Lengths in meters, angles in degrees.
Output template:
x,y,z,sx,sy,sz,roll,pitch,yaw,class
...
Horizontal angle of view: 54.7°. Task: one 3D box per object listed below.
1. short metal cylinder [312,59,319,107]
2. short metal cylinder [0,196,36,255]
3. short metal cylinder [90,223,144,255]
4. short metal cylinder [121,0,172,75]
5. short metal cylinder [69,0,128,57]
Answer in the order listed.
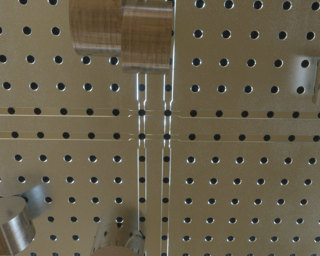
x,y,z,sx,sy,sz,roll,pitch,yaw,class
0.228,-0.054,0.368,0.081,0.080,0.050,-2,110,0,short metal cylinder
-0.222,0.139,0.432,0.080,0.080,0.050,-8,110,2,short metal cylinder
-0.065,0.193,0.470,0.081,0.050,0.079,0,110,-1,short metal cylinder
-0.014,-0.101,0.347,0.050,0.080,0.079,2,110,-1,short metal cylinder
-0.064,-0.119,0.339,0.050,0.080,0.079,2,110,-1,short metal cylinder
